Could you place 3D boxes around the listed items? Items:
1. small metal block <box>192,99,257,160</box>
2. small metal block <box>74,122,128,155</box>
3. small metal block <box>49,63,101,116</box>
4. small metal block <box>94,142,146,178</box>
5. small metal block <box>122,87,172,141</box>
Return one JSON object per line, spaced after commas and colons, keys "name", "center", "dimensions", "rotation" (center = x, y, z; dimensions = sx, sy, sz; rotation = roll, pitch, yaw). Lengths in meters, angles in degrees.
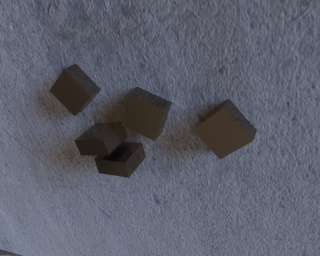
{"name": "small metal block", "center": [0.076, 0.002, 0.367], "dimensions": [0.050, 0.025, 0.050], "rotation": [47, 129, -6]}
{"name": "small metal block", "center": [-0.083, 0.015, 0.442], "dimensions": [0.050, 0.050, 0.025], "rotation": [-3, 117, 29]}
{"name": "small metal block", "center": [-0.119, -0.053, 0.435], "dimensions": [0.050, 0.025, 0.050], "rotation": [47, 129, -5]}
{"name": "small metal block", "center": [-0.056, 0.043, 0.445], "dimensions": [0.050, 0.050, 0.025], "rotation": [4, 120, 26]}
{"name": "small metal block", "center": [-0.018, -0.018, 0.404], "dimensions": [0.050, 0.025, 0.050], "rotation": [26, 127, 11]}
